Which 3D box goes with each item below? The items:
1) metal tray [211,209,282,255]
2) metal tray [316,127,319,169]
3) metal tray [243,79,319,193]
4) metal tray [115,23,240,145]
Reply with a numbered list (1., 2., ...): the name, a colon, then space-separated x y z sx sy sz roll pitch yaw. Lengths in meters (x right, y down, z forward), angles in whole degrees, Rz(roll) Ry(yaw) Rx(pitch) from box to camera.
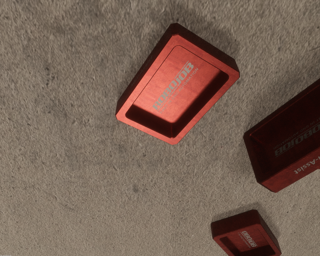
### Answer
1. metal tray: 0.164 0.211 0.586 0.090 0.030 0.130 -25 126 19
2. metal tray: 0.257 0.004 0.411 0.091 0.030 0.129 10 130 -9
3. metal tray: 0.168 0.008 0.374 0.030 0.090 0.130 33 122 -25
4. metal tray: 0.017 -0.045 0.365 0.090 0.030 0.129 26 125 -21
